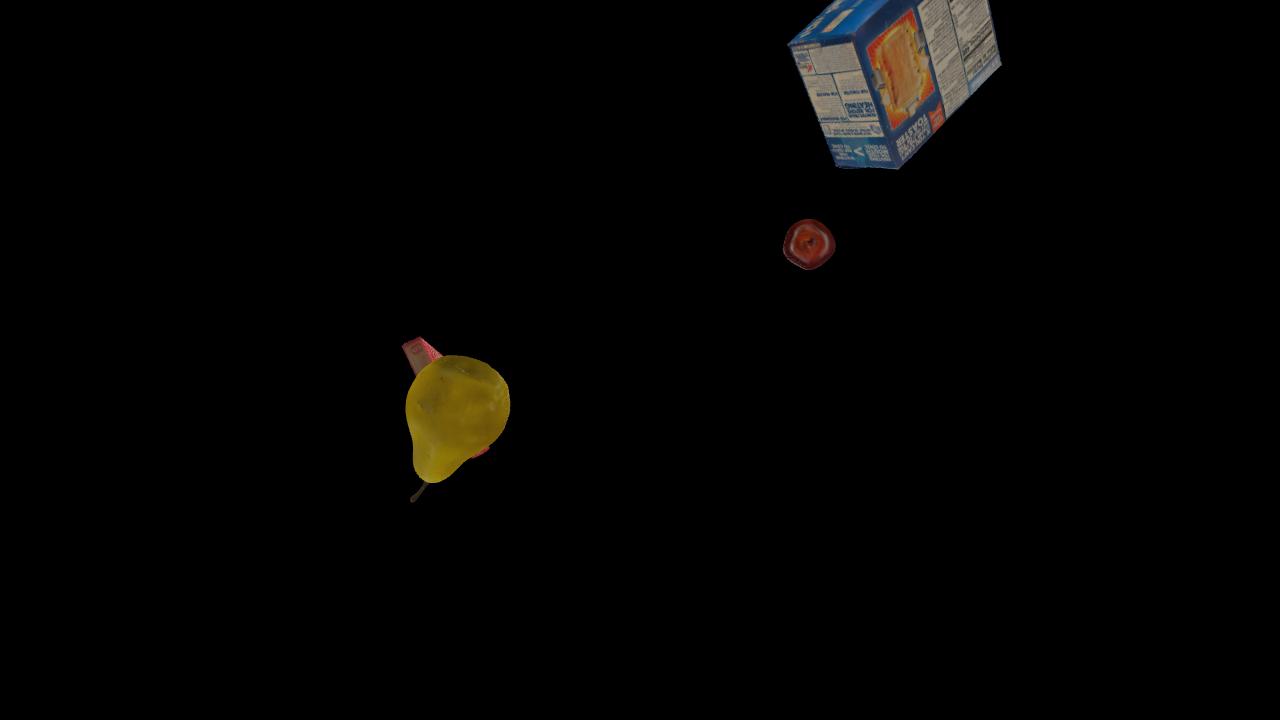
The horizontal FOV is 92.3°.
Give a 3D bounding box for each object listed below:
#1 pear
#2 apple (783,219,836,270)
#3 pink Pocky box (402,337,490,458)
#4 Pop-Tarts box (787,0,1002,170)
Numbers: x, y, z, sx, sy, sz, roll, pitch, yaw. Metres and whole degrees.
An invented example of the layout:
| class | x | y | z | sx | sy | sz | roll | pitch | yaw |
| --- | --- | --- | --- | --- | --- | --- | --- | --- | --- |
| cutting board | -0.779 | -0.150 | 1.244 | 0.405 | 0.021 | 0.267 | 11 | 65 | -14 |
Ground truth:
| class | x | y | z | sx | sy | sz | roll | pitch | yaw |
| --- | --- | --- | --- | --- | --- | --- | --- | --- | --- |
| pear | -0.141 | 0.054 | 0.459 | 0.080 | 0.111 | 0.080 | 21 | 19 | -8 |
| apple | 0.263 | -0.180 | 0.957 | 0.079 | 0.079 | 0.093 | 0 | 5 | 11 |
| pink Pocky box | -0.248 | 0.050 | 0.790 | 0.029 | 0.155 | 0.084 | -29 | -16 | -6 |
| Pop-Tarts box | 0.248 | -0.293 | 0.591 | 0.141 | 0.167 | 0.083 | 51 | -11 | -33 |
